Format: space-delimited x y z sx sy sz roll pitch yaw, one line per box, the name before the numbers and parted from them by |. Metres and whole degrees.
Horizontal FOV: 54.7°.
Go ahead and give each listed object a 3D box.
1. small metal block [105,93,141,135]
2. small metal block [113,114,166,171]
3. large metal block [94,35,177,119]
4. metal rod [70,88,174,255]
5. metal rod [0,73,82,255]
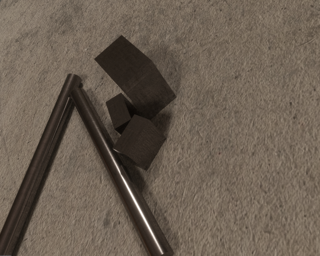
small metal block | -0.044 -0.011 0.416 0.025 0.050 0.050 -31 52 8
small metal block | -0.024 0.019 0.388 0.025 0.050 0.050 21 73 35
large metal block | -0.033 -0.069 0.427 0.050 0.080 0.080 -42 51 -1
metal rod | -0.065 0.039 0.412 0.025 0.025 0.300 -38 51 3
metal rod | -0.179 0.046 0.466 0.025 0.025 0.300 0 61 28
